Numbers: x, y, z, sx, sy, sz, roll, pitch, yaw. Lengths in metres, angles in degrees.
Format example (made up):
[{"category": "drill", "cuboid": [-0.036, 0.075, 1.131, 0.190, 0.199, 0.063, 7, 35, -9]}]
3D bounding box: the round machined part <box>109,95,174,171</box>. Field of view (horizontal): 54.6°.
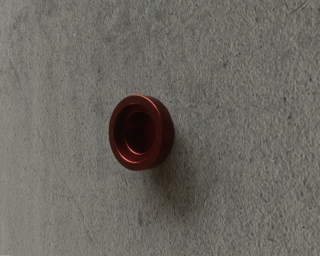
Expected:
[{"category": "round machined part", "cuboid": [-0.020, 0.006, 0.412, 0.098, 0.042, 0.097, 0, 90, 40]}]
